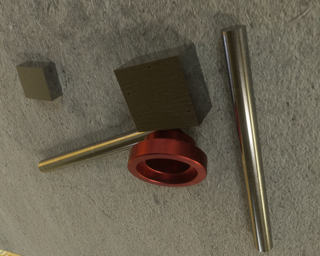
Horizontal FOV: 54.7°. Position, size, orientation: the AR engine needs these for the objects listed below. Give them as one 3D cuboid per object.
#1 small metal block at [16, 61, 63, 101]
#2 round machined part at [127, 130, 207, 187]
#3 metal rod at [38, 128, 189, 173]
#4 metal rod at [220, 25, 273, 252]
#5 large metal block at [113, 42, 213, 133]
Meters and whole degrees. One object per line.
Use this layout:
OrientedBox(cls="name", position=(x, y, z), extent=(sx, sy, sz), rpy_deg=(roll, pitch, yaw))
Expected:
OrientedBox(cls="small metal block", position=(-0.176, -0.069, 0.454), extent=(0.050, 0.025, 0.050), rpy_deg=(8, 122, 23))
OrientedBox(cls="round machined part", position=(0.011, 0.037, 0.394), extent=(0.099, 0.042, 0.098), rpy_deg=(5, 148, 4))
OrientedBox(cls="metal rod", position=(-0.088, 0.031, 0.470), extent=(0.300, 0.025, 0.025), rpy_deg=(-18, 109, 34))
OrientedBox(cls="metal rod", position=(0.108, 0.032, 0.368), extent=(0.025, 0.025, 0.298), rpy_deg=(-1, 118, 28))
OrientedBox(cls="large metal block", position=(0.006, -0.045, 0.359), extent=(0.080, 0.050, 0.080), rpy_deg=(-6, 115, 30))
